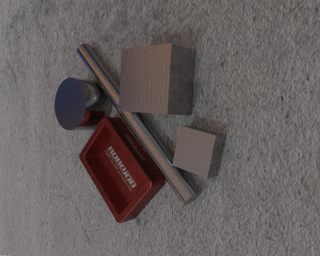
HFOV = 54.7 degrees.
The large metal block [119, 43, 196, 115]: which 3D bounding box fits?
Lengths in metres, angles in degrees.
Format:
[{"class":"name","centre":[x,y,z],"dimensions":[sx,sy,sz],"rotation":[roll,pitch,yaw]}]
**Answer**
[{"class":"large metal block","centre":[-0.004,-0.058,0.392],"dimensions":[0.080,0.050,0.079],"rotation":[6,94,39]}]

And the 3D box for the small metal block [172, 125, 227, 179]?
[{"class":"small metal block","centre":[0.046,0.027,0.367],"dimensions":[0.050,0.025,0.050],"rotation":[17,101,38]}]

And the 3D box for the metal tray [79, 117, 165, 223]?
[{"class":"metal tray","centre":[-0.060,0.058,0.450],"dimensions":[0.130,0.030,0.090],"rotation":[52,120,27]}]

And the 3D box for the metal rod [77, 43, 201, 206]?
[{"class":"metal rod","centre":[-0.043,-0.021,0.439],"dimensions":[0.025,0.025,0.300],"rotation":[-52,60,27]}]

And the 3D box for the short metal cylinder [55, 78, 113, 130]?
[{"class":"short metal cylinder","centre":[-0.121,-0.036,0.487],"dimensions":[0.080,0.050,0.079],"rotation":[0,90,39]}]
